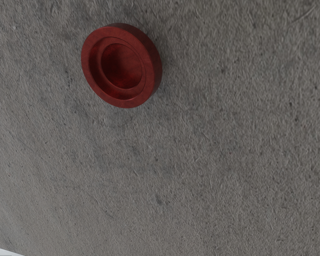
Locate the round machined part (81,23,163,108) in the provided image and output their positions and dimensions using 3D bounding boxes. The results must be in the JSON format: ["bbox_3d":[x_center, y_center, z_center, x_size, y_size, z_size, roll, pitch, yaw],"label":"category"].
[{"bbox_3d":[-0.041,-0.076,0.371,0.098,0.042,0.097,13,124,21],"label":"round machined part"}]
